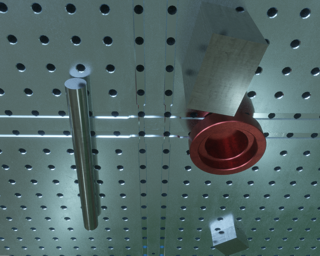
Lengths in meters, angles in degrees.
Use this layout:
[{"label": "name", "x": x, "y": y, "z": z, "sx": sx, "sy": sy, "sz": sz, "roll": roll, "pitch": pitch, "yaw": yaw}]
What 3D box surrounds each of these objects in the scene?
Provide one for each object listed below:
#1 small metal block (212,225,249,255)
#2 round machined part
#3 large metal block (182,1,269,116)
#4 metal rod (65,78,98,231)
[{"label": "small metal block", "x": 0.137, "y": 0.220, "z": 0.601, "sx": 0.050, "sy": 0.025, "sz": 0.050, "roll": -31, "pitch": 124, "yaw": 23}, {"label": "round machined part", "x": 0.087, "y": 0.015, "z": 0.415, "sx": 0.099, "sy": 0.042, "sz": 0.097, "roll": -1, "pitch": 130, "yaw": 0}, {"label": "large metal block", "x": 0.059, "y": -0.071, "z": 0.316, "sx": 0.050, "sy": 0.080, "sz": 0.079, "roll": 9, "pitch": 130, "yaw": -8}, {"label": "metal rod", "x": -0.112, "y": 0.060, "z": 0.461, "sx": 0.025, "sy": 0.025, "sz": 0.298, "roll": 3, "pitch": 130, "yaw": -3}]
